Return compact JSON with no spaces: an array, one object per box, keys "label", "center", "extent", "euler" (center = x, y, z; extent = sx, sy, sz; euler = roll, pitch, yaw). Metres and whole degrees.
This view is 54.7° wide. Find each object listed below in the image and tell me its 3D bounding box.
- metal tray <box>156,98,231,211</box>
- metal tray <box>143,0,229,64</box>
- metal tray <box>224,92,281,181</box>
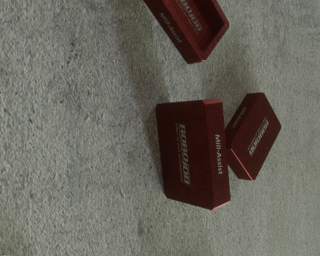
[{"label":"metal tray","center":[0.040,0.030,0.395],"extent":[0.030,0.090,0.129],"euler":[-10,97,-40]},{"label":"metal tray","center":[0.038,-0.167,0.432],"extent":[0.130,0.030,0.090],"euler":[49,61,-29]},{"label":"metal tray","center":[0.156,0.013,0.532],"extent":[0.090,0.030,0.130],"euler":[52,60,-28]}]
